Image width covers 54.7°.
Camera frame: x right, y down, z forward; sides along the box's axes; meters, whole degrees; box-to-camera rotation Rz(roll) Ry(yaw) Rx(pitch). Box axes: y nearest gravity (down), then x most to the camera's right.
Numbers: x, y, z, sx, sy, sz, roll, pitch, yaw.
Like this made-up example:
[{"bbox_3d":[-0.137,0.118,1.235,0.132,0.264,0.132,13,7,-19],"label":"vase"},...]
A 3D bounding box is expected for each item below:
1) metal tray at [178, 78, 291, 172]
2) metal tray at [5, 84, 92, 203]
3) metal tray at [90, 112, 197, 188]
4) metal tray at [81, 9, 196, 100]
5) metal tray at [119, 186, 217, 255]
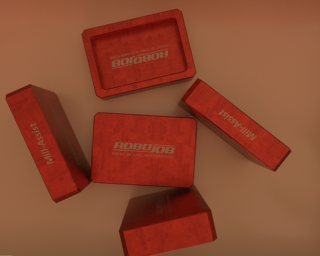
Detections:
[{"bbox_3d":[0.084,-0.004,0.377,0.130,0.090,0.030,38,91,-1],"label":"metal tray"},{"bbox_3d":[-0.127,0.017,0.375,0.030,0.090,0.129,-25,91,-1],"label":"metal tray"},{"bbox_3d":[-0.020,0.028,0.406,0.131,0.030,0.089,3,90,-1],"label":"metal tray"},{"bbox_3d":[-0.027,-0.095,0.407,0.131,0.030,0.089,-13,90,-1],"label":"metal tray"},{"bbox_3d":[0.007,0.101,0.356,0.091,0.130,0.030,-12,91,-1],"label":"metal tray"}]
